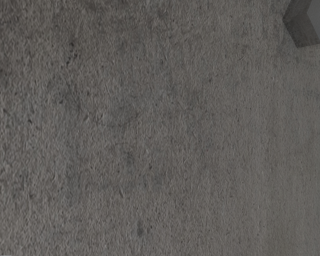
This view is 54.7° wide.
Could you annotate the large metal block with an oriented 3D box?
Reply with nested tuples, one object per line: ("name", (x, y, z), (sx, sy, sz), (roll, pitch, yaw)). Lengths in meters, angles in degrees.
("large metal block", (0.306, -0.228, 0.644), (0.080, 0.050, 0.080), (44, 64, -31))
